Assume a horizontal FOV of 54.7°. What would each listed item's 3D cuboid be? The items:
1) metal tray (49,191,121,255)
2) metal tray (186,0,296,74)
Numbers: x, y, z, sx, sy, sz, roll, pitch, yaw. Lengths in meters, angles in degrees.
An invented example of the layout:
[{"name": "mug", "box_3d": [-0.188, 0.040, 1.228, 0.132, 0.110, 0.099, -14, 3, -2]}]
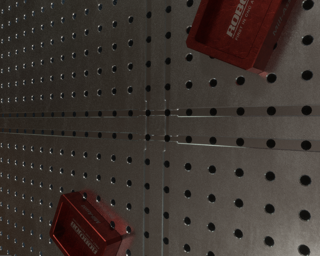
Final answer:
[{"name": "metal tray", "box_3d": [-0.126, 0.177, 0.507, 0.130, 0.030, 0.089, 33, 110, 34]}, {"name": "metal tray", "box_3d": [0.091, -0.134, 0.330, 0.090, 0.030, 0.129, 32, 110, 35]}]
